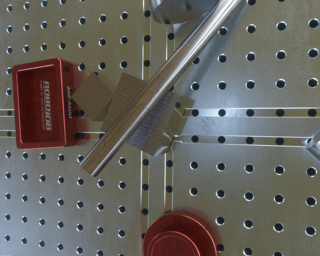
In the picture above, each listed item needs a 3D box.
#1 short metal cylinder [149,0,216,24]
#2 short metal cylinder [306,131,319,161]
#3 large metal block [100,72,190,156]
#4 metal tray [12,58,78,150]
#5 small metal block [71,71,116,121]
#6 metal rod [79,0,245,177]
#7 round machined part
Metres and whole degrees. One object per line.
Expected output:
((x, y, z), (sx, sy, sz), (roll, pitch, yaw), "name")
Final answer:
((0.024, -0.168, 0.375), (0.080, 0.080, 0.050), (-16, 85, 19), "short metal cylinder")
((0.198, 0.011, 0.313), (0.050, 0.080, 0.080), (46, 104, 14), "short metal cylinder")
((-0.019, -0.018, 0.406), (0.080, 0.050, 0.080), (25, 98, 18), "large metal block")
((-0.176, -0.034, 0.471), (0.090, 0.030, 0.129), (-5, 88, 19), "metal tray")
((-0.090, -0.045, 0.444), (0.050, 0.025, 0.050), (-46, 76, 14), "small metal block")
((0.014, -0.068, 0.361), (0.025, 0.025, 0.300), (38, 85, 16), "metal rod")
((0.023, 0.159, 0.395), (0.098, 0.042, 0.097), (0, 90, 19), "round machined part")
